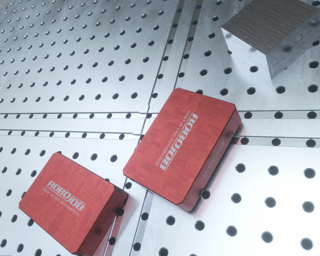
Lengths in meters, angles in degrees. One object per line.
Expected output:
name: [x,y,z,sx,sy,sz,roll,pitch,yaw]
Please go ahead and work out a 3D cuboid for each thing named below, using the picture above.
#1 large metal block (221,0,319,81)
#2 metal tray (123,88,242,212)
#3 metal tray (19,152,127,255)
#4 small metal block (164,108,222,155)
large metal block: [0.139,-0.120,0.392,0.080,0.050,0.080,-40,51,0]
metal tray: [0.026,0.021,0.368,0.090,0.030,0.130,22,74,36]
metal tray: [-0.117,0.095,0.406,0.130,0.030,0.090,21,72,35]
small metal block: [0.041,0.007,0.382,0.050,0.025,0.050,24,74,36]
